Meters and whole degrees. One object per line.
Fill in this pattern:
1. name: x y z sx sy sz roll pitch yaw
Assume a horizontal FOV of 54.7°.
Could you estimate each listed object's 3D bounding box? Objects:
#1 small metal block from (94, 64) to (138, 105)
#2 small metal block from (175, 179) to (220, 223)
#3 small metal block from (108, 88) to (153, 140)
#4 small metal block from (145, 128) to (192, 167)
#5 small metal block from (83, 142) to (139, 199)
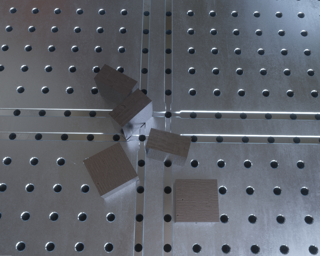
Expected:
1. small metal block: -0.056 -0.053 0.417 0.050 0.050 0.025 30 73 10
2. small metal block: 0.044 0.090 0.379 0.050 0.025 0.050 0 70 0
3. small metal block: -0.037 -0.017 0.404 0.050 0.050 0.025 -43 76 -14
4. small metal block: 0.010 0.025 0.389 0.050 0.050 0.025 14 71 4
5. small metal block: -0.061 0.054 0.391 0.050 0.025 0.050 -28 73 -10
